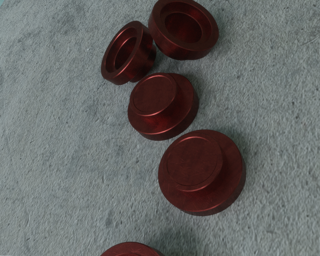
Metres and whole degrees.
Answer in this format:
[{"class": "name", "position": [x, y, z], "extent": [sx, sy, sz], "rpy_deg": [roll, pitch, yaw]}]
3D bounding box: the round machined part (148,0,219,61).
[{"class": "round machined part", "position": [0.030, -0.135, 0.439], "extent": [0.099, 0.042, 0.098], "rpy_deg": [9, 61, -17]}]

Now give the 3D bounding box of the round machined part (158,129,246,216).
[{"class": "round machined part", "position": [0.042, 0.044, 0.344], "extent": [0.098, 0.042, 0.098], "rpy_deg": [-13, 56, 21]}]

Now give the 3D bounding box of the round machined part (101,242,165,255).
[{"class": "round machined part", "position": [-0.025, 0.166, 0.304], "extent": [0.098, 0.042, 0.098], "rpy_deg": [-13, 56, 21]}]

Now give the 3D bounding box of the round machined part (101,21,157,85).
[{"class": "round machined part", "position": [-0.043, -0.108, 0.469], "extent": [0.098, 0.042, 0.098], "rpy_deg": [-28, 49, 37]}]

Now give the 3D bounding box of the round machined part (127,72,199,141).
[{"class": "round machined part", "position": [-0.001, -0.035, 0.416], "extent": [0.098, 0.042, 0.098], "rpy_deg": [-13, 56, 21]}]
